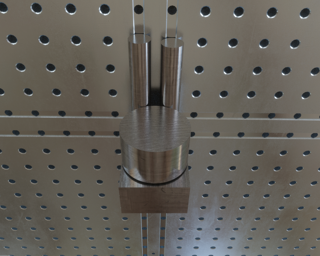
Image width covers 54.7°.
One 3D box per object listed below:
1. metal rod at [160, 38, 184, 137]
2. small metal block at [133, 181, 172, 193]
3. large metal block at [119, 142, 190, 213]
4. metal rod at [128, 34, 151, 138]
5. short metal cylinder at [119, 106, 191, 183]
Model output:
[{"bbox_3d":[0.011,0.021,0.431,0.025,0.025,0.298,0,130,-1],"label":"metal rod"},{"bbox_3d":[-0.008,0.077,0.431,0.050,0.050,0.025,-32,141,-34],"label":"small metal block"},{"bbox_3d":[-0.007,0.060,0.394,0.081,0.080,0.050,0,130,-1],"label":"large metal block"},{"bbox_3d":[-0.025,0.018,0.428,0.025,0.025,0.298,0,130,-1],"label":"metal rod"},{"bbox_3d":[-0.006,0.018,0.363,0.081,0.080,0.050,1,130,-1],"label":"short metal cylinder"}]
